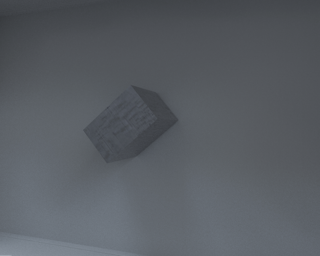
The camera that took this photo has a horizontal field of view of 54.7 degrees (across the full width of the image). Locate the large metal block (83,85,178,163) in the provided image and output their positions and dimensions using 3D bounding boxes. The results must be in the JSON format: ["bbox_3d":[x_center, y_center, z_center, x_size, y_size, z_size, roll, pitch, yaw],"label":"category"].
[{"bbox_3d":[-0.033,-0.004,0.389,0.080,0.080,0.050,-41,77,15],"label":"large metal block"}]
